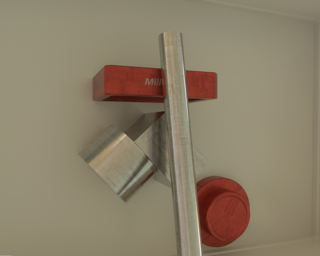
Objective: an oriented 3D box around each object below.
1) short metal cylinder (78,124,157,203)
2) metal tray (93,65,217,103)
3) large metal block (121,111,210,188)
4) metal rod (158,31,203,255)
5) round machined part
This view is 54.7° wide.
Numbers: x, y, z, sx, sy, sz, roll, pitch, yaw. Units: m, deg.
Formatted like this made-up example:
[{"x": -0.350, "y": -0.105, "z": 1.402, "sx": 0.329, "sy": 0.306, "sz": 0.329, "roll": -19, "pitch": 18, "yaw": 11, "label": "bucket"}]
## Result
[{"x": -0.050, "y": 0.042, "z": 0.364, "sx": 0.050, "sy": 0.080, "sz": 0.080, "roll": -44, "pitch": 104, "yaw": -15, "label": "short metal cylinder"}, {"x": -0.009, "y": -0.049, "z": 0.373, "sx": 0.131, "sy": 0.090, "sz": 0.030, "roll": 0, "pitch": 90, "yaw": -20, "label": "metal tray"}, {"x": 0.001, "y": 0.027, "z": 0.383, "sx": 0.050, "sy": 0.080, "sz": 0.080, "roll": -44, "pitch": 104, "yaw": -15, "label": "large metal block"}, {"x": 0.023, "y": 0.052, "z": 0.309, "sx": 0.025, "sy": 0.025, "sz": 0.298, "roll": -3, "pitch": 85, "yaw": -20, "label": "metal rod"}, {"x": 0.086, "y": 0.119, "z": 0.435, "sx": 0.099, "sy": 0.042, "sz": 0.097, "roll": 0, "pitch": 90, "yaw": -21, "label": "round machined part"}]
